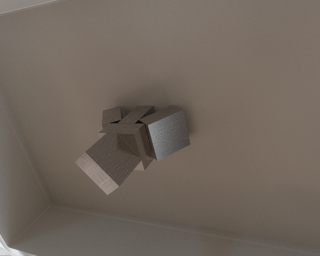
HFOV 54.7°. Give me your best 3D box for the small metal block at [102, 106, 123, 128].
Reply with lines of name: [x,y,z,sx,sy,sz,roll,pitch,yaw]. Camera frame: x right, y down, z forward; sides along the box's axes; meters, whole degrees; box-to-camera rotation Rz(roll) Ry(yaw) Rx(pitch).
small metal block: [-0.059,0.004,0.420,0.025,0.050,0.050,-15,115,-2]

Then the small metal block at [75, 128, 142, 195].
small metal block: [-0.056,0.037,0.344,0.050,0.050,0.025,46,129,-4]

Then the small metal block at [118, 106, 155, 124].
small metal block: [-0.025,0.004,0.406,0.025,0.050,0.050,1,119,28]

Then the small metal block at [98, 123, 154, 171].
small metal block: [-0.040,0.022,0.376,0.050,0.025,0.050,1,119,28]

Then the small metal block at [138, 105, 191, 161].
small metal block: [0.006,0.006,0.388,0.025,0.050,0.050,29,138,55]
